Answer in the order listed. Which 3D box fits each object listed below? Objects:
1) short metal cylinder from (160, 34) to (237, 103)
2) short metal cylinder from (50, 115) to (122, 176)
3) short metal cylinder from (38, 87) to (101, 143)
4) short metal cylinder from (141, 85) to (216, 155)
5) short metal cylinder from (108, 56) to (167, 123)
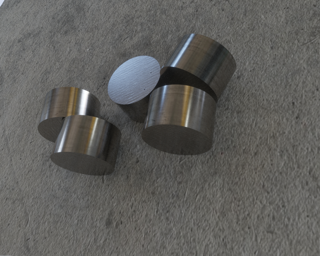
[{"bbox_3d":[0.047,-0.071,0.387,0.080,0.080,0.050,21,73,36],"label":"short metal cylinder"},{"bbox_3d":[-0.095,0.025,0.403,0.080,0.080,0.050,-6,59,25],"label":"short metal cylinder"},{"bbox_3d":[-0.128,-0.015,0.445,0.080,0.080,0.050,-14,56,20],"label":"short metal cylinder"},{"bbox_3d":[0.023,-0.007,0.361,0.080,0.080,0.050,-3,61,27],"label":"short metal cylinder"},{"bbox_3d":[-0.025,-0.054,0.434,0.080,0.050,0.080,-13,56,21],"label":"short metal cylinder"}]
